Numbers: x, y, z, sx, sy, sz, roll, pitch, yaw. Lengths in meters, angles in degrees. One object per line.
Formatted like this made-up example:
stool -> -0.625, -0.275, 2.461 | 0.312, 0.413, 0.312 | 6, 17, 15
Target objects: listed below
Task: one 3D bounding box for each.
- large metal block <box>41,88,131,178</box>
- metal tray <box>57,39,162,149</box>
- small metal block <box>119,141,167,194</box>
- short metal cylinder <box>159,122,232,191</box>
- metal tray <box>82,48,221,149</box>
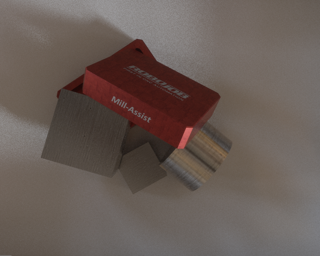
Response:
large metal block -> -0.081, 0.006, 0.364 | 0.080, 0.050, 0.080 | 16, 90, -1
metal tray -> -0.054, -0.043, 0.406 | 0.130, 0.030, 0.090 | -34, 90, -1
small metal block -> -0.025, 0.051, 0.410 | 0.050, 0.025, 0.050 | -29, 90, -1
short metal cylinder -> 0.043, 0.031, 0.384 | 0.050, 0.080, 0.080 | 39, 90, -1
metal tray -> -0.008, -0.039, 0.348 | 0.130, 0.090, 0.030 | 30, 128, 14
